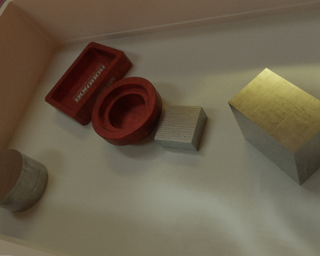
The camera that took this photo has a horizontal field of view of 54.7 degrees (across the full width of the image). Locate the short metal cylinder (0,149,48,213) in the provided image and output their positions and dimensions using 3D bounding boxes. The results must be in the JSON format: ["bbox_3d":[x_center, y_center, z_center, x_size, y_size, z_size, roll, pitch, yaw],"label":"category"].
[{"bbox_3d":[-0.213,0.077,0.452,0.080,0.050,0.080,-13,56,20],"label":"short metal cylinder"}]

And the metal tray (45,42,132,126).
[{"bbox_3d":[-0.118,-0.076,0.508,0.090,0.030,0.130,26,76,36],"label":"metal tray"}]

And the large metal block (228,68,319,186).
[{"bbox_3d":[0.122,0.000,0.306,0.050,0.080,0.080,-42,51,-1],"label":"large metal block"}]

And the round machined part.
[{"bbox_3d":[-0.041,-0.019,0.426,0.098,0.042,0.098,-13,56,20],"label":"round machined part"}]

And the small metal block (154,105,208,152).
[{"bbox_3d":[0.027,0.000,0.391,0.050,0.025,0.050,5,64,30],"label":"small metal block"}]
